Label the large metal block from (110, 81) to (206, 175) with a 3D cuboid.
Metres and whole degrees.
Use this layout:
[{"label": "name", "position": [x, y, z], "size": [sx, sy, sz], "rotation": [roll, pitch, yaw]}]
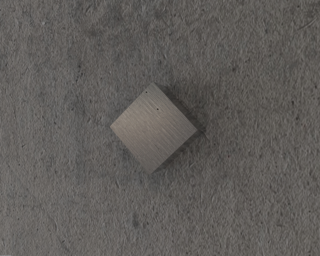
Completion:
[{"label": "large metal block", "position": [-0.002, 0.000, 0.397], "size": [0.080, 0.050, 0.080], "rotation": [-45, 76, 14]}]
